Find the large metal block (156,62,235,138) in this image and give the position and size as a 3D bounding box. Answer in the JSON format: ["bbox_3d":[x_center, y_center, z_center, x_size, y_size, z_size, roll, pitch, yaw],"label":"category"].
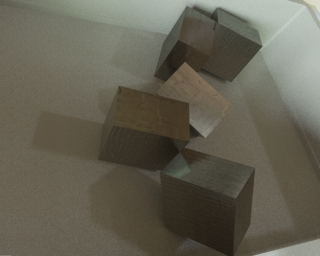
[{"bbox_3d":[0.043,-0.033,0.407,0.080,0.080,0.050,43,91,1],"label":"large metal block"}]

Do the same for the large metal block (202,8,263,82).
[{"bbox_3d":[0.105,-0.133,0.506,0.080,0.080,0.050,22,44,-16],"label":"large metal block"}]

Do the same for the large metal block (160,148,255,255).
[{"bbox_3d":[0.050,0.076,0.329,0.080,0.079,0.050,14,35,31],"label":"large metal block"}]

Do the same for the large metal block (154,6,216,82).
[{"bbox_3d":[0.037,-0.119,0.465,0.050,0.080,0.080,24,53,-14],"label":"large metal block"}]

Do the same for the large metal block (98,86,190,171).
[{"bbox_3d":[-0.020,0.004,0.354,0.081,0.080,0.050,12,56,-16],"label":"large metal block"}]
